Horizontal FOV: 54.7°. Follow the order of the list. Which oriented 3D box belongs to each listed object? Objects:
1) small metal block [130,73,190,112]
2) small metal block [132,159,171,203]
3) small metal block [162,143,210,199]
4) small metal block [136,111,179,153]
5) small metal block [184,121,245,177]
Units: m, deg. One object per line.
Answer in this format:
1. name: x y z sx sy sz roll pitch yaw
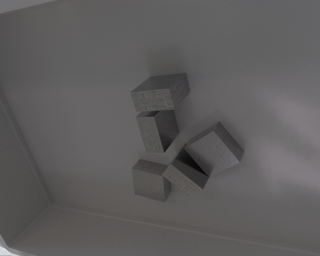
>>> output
1. small metal block: 0.001 -0.042 0.366 0.050 0.050 0.025 -2 117 29
2. small metal block: -0.012 0.079 0.464 0.050 0.025 0.050 11 123 22
3. small metal block: 0.038 0.056 0.407 0.050 0.050 0.025 39 129 2
4. small metal block: -0.001 -0.003 0.391 0.025 0.050 0.050 -1 118 29
5. small metal block: 0.068 0.027 0.390 0.050 0.025 0.050 49 129 -7
